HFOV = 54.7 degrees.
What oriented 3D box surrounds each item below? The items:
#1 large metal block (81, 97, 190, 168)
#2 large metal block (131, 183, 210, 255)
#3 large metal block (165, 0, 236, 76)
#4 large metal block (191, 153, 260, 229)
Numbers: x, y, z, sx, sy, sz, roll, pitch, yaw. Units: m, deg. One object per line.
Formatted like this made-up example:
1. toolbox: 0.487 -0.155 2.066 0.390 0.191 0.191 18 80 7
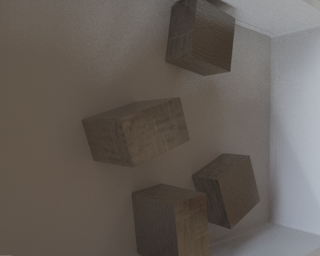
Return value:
1. large metal block: -0.028 0.002 0.348 0.081 0.080 0.050 -23 105 -38
2. large metal block: 0.012 0.119 0.381 0.050 0.080 0.079 -9 96 -40
3. large metal block: 0.058 -0.125 0.439 0.081 0.050 0.080 11 83 -40
4. large metal block: 0.103 0.093 0.477 0.081 0.050 0.080 -28 107 -37
